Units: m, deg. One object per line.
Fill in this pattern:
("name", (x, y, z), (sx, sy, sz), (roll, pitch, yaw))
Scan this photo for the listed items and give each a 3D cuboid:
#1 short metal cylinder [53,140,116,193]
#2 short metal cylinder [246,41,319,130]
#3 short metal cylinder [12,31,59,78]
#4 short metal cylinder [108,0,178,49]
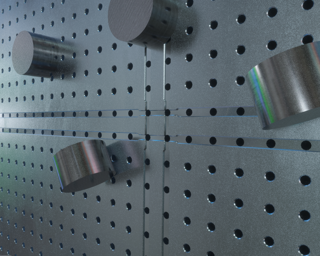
("short metal cylinder", (-0.113, 0.058, 0.464), (0.080, 0.081, 0.050), (-36, 68, 34))
("short metal cylinder", (0.122, -0.034, 0.272), (0.080, 0.081, 0.050), (-23, 76, 37))
("short metal cylinder", (-0.235, -0.137, 0.583), (0.080, 0.050, 0.079), (0, 90, 39))
("short metal cylinder", (-0.023, -0.150, 0.410), (0.080, 0.050, 0.079), (0, 90, 39))
